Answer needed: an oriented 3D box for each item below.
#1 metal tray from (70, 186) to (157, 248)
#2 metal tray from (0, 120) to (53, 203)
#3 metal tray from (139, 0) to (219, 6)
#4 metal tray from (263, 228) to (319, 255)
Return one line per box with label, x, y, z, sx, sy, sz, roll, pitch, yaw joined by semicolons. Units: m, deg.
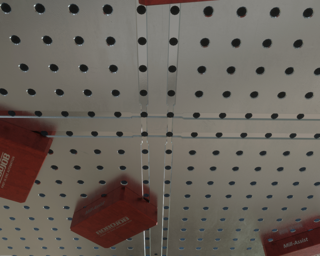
metal tray;-0.080;0.160;0.544;0.130;0.030;0.090;-33;123;25
metal tray;-0.222;0.051;0.450;0.090;0.030;0.129;23;126;-19
metal tray;0.048;-0.135;0.254;0.131;0.090;0.030;-3;130;3
metal tray;0.288;0.250;0.623;0.130;0.030;0.090;-28;125;22
